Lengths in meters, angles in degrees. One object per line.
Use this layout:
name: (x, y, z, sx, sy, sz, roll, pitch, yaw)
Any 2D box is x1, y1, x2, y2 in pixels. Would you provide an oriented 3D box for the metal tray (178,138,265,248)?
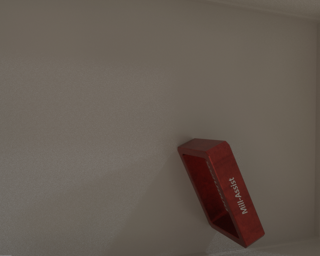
metal tray: (0.076, 0.079, 0.403, 0.030, 0.090, 0.130, -26, 99, -18)
